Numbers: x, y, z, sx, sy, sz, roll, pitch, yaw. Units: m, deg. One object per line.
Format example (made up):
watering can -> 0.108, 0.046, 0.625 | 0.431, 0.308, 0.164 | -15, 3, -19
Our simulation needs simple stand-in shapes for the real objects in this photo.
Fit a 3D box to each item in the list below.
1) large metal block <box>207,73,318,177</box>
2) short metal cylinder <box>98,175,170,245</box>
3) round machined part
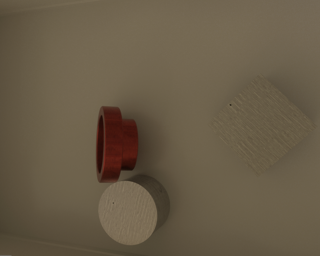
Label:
large metal block -> 0.115, -0.003, 0.356 | 0.080, 0.050, 0.080 | -45, 76, 14
short metal cylinder -> -0.033, 0.105, 0.408 | 0.080, 0.050, 0.079 | 0, 90, 19
round machined part -> -0.056, 0.021, 0.401 | 0.042, 0.098, 0.097 | 2, 91, -17
